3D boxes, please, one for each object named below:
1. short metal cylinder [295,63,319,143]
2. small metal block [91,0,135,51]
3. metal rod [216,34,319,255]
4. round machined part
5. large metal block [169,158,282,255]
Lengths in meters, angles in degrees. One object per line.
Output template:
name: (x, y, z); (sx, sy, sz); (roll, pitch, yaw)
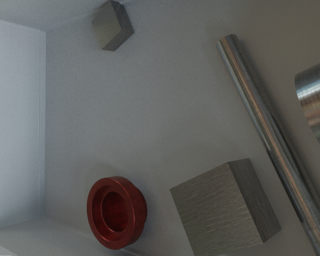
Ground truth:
short metal cylinder: (0.151, -0.019, 0.246); (0.050, 0.081, 0.080); (-27, 73, 36)
small metal block: (-0.071, -0.150, 0.460); (0.050, 0.025, 0.050); (-31, 74, 38)
metal rod: (0.125, 0.038, 0.302); (0.025, 0.025, 0.299); (-33, 70, 35)
round machined part: (-0.057, 0.117, 0.440); (0.098, 0.042, 0.097); (0, 90, 39)
large metal block: (0.068, 0.086, 0.333); (0.080, 0.050, 0.080); (-33, 70, 35)
